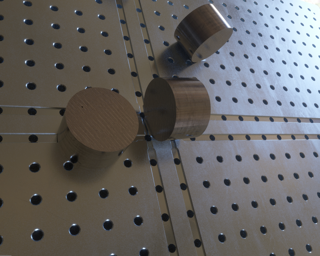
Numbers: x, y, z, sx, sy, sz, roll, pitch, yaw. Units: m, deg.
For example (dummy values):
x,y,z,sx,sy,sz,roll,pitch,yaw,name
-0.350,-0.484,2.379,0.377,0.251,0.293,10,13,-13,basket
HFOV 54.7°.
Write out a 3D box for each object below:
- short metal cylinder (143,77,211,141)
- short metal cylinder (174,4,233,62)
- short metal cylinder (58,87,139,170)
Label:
x,y,z,sx,sy,sz,roll,pitch,yaw,name
0.020,-0.025,0.398,0.050,0.080,0.080,-5,64,-31,short metal cylinder
0.070,-0.153,0.504,0.081,0.080,0.050,-25,76,-37,short metal cylinder
-0.071,0.001,0.353,0.081,0.050,0.080,14,56,-21,short metal cylinder
